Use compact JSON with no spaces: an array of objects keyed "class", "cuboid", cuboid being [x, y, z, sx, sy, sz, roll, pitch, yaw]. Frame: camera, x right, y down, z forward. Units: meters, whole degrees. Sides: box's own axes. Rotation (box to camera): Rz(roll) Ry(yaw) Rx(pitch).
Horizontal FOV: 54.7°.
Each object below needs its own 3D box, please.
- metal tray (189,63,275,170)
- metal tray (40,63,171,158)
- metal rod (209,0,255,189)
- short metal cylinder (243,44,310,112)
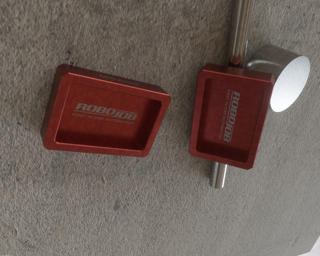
[{"class":"metal tray","cuboid":[0.091,-0.013,0.411,0.030,0.090,0.129,-53,151,-55]},{"class":"metal tray","cuboid":[-0.061,-0.015,0.361,0.131,0.030,0.089,9,114,-33]},{"class":"metal rod","cuboid":[0.098,-0.034,0.441,0.025,0.025,0.298,-13,124,-22]},{"class":"short metal cylinder","cuboid":[0.159,-0.069,0.427,0.081,0.050,0.079,-24,132,-28]}]
